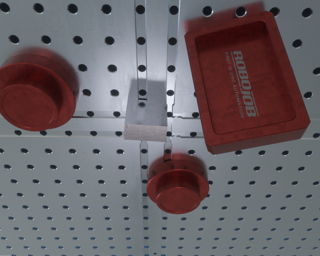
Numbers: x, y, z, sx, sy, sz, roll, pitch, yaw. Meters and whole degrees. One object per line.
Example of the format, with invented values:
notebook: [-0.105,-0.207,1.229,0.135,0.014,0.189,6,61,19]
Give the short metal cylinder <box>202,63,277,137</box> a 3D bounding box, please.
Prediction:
short metal cylinder: [0.091,-0.035,0.367,0.081,0.050,0.079,0,130,0]

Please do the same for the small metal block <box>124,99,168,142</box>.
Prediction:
small metal block: [-0.017,-0.010,0.387,0.050,0.050,0.025,4,130,-4]

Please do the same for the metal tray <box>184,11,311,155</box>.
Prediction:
metal tray: [0.080,-0.046,0.305,0.090,0.130,0.030,-12,157,9]

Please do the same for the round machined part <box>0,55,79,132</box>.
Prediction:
round machined part: [-0.151,-0.034,0.370,0.099,0.042,0.097,0,130,0]

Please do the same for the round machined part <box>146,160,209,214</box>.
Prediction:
round machined part: [0.028,0.098,0.485,0.099,0.042,0.097,0,130,0]
